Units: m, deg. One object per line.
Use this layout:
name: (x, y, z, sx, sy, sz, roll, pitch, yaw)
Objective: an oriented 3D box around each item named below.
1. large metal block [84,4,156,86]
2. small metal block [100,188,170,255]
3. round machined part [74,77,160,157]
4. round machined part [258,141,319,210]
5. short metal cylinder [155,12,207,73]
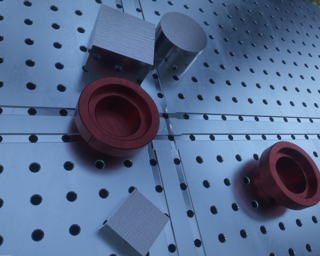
large metal block: (-0.055, -0.114, 0.432, 0.081, 0.050, 0.080, 15, 56, -20)
small metal block: (-0.026, 0.103, 0.331, 0.050, 0.025, 0.050, 42, 51, 0)
round machined part: (-0.053, -0.010, 0.374, 0.099, 0.042, 0.098, 14, 56, -21)
round machined part: (0.184, 0.072, 0.452, 0.099, 0.042, 0.098, 14, 56, -21)
short metal cylinder: (0.027, -0.135, 0.489, 0.081, 0.050, 0.080, 14, 56, -21)
